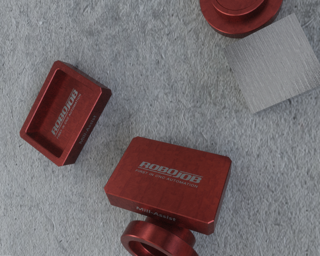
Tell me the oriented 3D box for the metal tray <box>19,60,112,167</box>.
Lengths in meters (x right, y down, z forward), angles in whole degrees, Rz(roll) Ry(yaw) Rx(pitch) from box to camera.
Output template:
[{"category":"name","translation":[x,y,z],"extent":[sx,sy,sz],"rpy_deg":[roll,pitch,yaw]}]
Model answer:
[{"category":"metal tray","translation":[-0.140,-0.021,0.453],"extent":[0.090,0.030,0.129],"rpy_deg":[33,100,16]}]

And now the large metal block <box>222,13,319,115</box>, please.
[{"category":"large metal block","translation":[0.128,-0.067,0.351],"extent":[0.080,0.050,0.080],"rpy_deg":[-24,82,18]}]

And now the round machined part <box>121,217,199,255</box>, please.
[{"category":"round machined part","translation":[0.004,0.142,0.379],"extent":[0.098,0.097,0.042],"rpy_deg":[21,53,17]}]

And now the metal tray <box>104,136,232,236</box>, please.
[{"category":"metal tray","translation":[0.012,0.064,0.372],"extent":[0.130,0.030,0.090],"rpy_deg":[12,50,19]}]

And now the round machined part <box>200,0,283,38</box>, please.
[{"category":"round machined part","translation":[0.095,-0.160,0.366],"extent":[0.098,0.042,0.097],"rpy_deg":[0,90,19]}]
